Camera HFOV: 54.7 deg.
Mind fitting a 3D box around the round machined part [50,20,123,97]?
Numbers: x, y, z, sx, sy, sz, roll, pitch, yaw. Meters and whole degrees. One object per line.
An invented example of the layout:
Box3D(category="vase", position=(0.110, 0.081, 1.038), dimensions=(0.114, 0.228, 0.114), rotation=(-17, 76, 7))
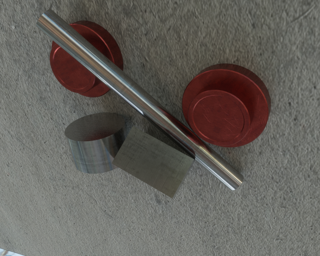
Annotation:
Box3D(category="round machined part", position=(-0.100, -0.084, 0.397), dimensions=(0.098, 0.042, 0.097), rotation=(13, 124, 21))

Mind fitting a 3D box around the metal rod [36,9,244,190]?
Box3D(category="metal rod", position=(-0.014, -0.025, 0.368), dimensions=(0.300, 0.025, 0.025), rotation=(40, 130, -12))

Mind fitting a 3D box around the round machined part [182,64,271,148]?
Box3D(category="round machined part", position=(0.070, -0.019, 0.347), dimensions=(0.098, 0.042, 0.097), rotation=(13, 124, 21))

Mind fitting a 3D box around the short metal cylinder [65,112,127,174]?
Box3D(category="short metal cylinder", position=(-0.084, 0.019, 0.427), dimensions=(0.080, 0.080, 0.050), rotation=(7, 121, 24))

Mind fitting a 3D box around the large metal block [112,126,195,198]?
Box3D(category="large metal block", position=(-0.004, 0.043, 0.392), dimensions=(0.080, 0.080, 0.050), rotation=(28, 86, 10))
